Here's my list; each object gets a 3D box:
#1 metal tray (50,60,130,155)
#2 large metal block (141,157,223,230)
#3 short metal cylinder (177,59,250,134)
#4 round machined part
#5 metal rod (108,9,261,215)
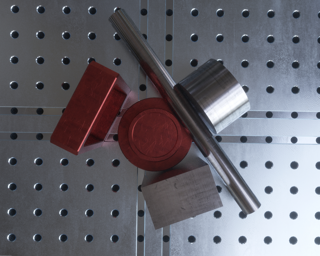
[{"bbox_3d":[-0.073,-0.020,0.360,0.030,0.130,0.090,27,90,0],"label":"metal tray"},{"bbox_3d":[0.024,0.077,0.386,0.080,0.080,0.050,-19,90,0],"label":"large metal block"},{"bbox_3d":[0.066,-0.039,0.386,0.050,0.080,0.080,-37,90,0],"label":"short metal cylinder"},{"bbox_3d":[-0.006,0.009,0.404,0.099,0.042,0.097,0,90,-1],"label":"round machined part"},{"bbox_3d":[0.032,-0.020,0.393,0.025,0.025,0.299,-35,90,0],"label":"metal rod"}]
